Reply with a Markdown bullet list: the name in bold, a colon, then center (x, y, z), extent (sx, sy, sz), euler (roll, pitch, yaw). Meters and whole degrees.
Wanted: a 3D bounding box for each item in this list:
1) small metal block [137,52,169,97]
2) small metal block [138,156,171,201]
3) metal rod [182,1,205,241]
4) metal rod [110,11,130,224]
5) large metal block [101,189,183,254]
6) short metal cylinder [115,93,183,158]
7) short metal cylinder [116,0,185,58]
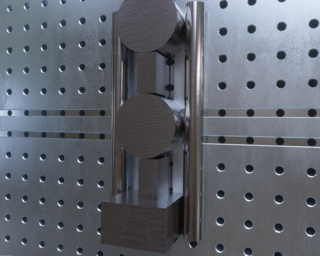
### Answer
- **small metal block**: center (-0.008, -0.068, 0.401), extent (0.025, 0.050, 0.050), euler (1, 90, 20)
- **small metal block**: center (-0.006, 0.063, 0.400), extent (0.025, 0.050, 0.050), euler (0, 90, 20)
- **metal rod**: center (0.043, -0.008, 0.396), extent (0.025, 0.025, 0.298), euler (1, 90, 20)
- **metal rod**: center (-0.056, -0.009, 0.431), extent (0.025, 0.025, 0.298), euler (1, 90, 20)
- **large metal block**: center (-0.018, 0.112, 0.390), extent (0.080, 0.080, 0.050), euler (1, 91, 20)
- **short metal cylinder**: center (-0.011, -0.003, 0.403), extent (0.080, 0.050, 0.080), euler (0, 90, 20)
- **short metal cylinder**: center (-0.009, -0.132, 0.402), extent (0.080, 0.050, 0.080), euler (0, 90, 20)
